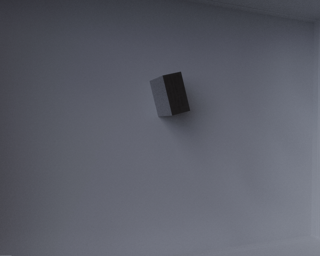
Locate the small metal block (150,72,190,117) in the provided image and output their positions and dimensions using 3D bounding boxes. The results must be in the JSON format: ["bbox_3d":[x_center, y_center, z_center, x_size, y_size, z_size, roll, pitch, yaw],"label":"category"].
[{"bbox_3d":[0.012,-0.043,0.403,0.025,0.050,0.050,-16,96,-20],"label":"small metal block"}]
